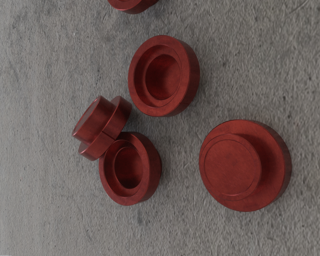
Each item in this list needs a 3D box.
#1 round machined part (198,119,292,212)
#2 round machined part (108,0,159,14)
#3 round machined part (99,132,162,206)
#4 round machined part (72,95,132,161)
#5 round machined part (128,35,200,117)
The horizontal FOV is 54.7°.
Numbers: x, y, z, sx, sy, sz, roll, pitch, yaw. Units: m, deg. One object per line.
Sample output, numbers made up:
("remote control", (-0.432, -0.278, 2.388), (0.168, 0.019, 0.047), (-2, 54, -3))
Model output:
("round machined part", (0.082, 0.039, 0.326), (0.098, 0.042, 0.097), (0, 90, 40))
("round machined part", (-0.028, -0.203, 0.417), (0.098, 0.042, 0.097), (0, 90, 40))
("round machined part", (-0.036, 0.053, 0.424), (0.098, 0.042, 0.097), (0, 90, 40))
("round machined part", (-0.085, -0.006, 0.429), (0.098, 0.042, 0.098), (-45, 21, 23))
("round machined part", (0.009, -0.062, 0.386), (0.098, 0.042, 0.097), (0, 90, 40))
